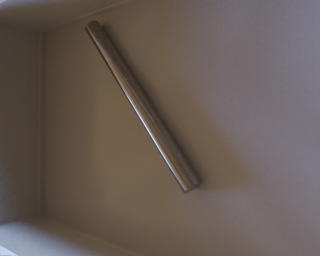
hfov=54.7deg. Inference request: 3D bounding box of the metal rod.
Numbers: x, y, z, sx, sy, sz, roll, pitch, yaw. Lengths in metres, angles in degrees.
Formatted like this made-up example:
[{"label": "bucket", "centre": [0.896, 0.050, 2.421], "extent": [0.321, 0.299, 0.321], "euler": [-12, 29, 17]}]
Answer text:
[{"label": "metal rod", "centre": [-0.034, -0.044, 0.432], "extent": [0.025, 0.025, 0.299], "euler": [-47, 63, 30]}]
